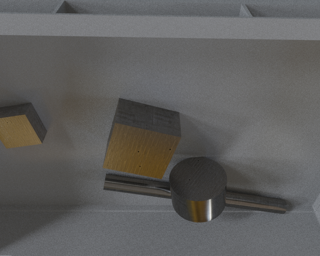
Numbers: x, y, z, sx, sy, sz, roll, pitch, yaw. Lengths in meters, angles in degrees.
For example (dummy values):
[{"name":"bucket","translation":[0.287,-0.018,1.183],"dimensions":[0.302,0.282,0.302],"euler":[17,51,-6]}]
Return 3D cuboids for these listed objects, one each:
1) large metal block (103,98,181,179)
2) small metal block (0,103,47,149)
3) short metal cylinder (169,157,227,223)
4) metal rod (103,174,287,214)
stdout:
[{"name":"large metal block","translation":[-0.025,0.016,0.406],"dimensions":[0.081,0.050,0.079],"euler":[13,129,-11]},{"name":"small metal block","translation":[-0.185,-0.002,0.404],"dimensions":[0.050,0.025,0.050],"euler":[-8,130,6]},{"name":"short metal cylinder","translation":[0.056,0.088,0.449],"dimensions":[0.080,0.080,0.050],"euler":[-5,130,3]},{"name":"metal rod","translation":[0.062,0.108,0.502],"dimensions":[0.302,0.025,0.025],"euler":[10,129,-9]}]
